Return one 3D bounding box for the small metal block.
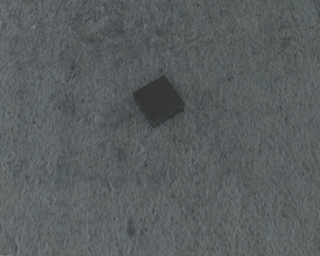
[{"bbox_3d":[-0.002,-0.035,0.421,0.050,0.025,0.050,-31,73,-11],"label":"small metal block"}]
